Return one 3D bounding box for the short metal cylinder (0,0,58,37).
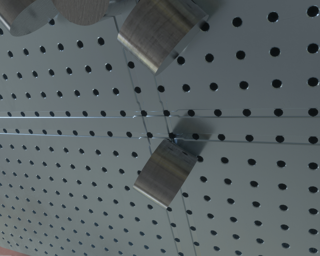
[{"bbox_3d":[-0.159,-0.154,0.365,0.080,0.080,0.050,-32,101,38],"label":"short metal cylinder"}]

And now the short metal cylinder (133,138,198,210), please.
[{"bbox_3d":[0.008,0.060,0.409,0.050,0.080,0.079,33,129,7],"label":"short metal cylinder"}]

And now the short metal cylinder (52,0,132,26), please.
[{"bbox_3d":[-0.075,-0.158,0.337,0.080,0.050,0.079,13,124,21],"label":"short metal cylinder"}]

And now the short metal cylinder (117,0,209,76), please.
[{"bbox_3d":[0.003,-0.099,0.313,0.050,0.080,0.080,42,129,-1],"label":"short metal cylinder"}]
